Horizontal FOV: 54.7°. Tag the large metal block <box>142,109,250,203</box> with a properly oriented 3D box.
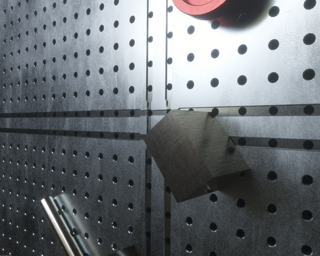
[{"bbox_3d":[0.040,0.028,0.340,0.050,0.081,0.080,-44,64,31],"label":"large metal block"}]

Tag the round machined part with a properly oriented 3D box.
[{"bbox_3d":[0.061,-0.170,0.348,0.098,0.042,0.097,0,90,40],"label":"round machined part"}]

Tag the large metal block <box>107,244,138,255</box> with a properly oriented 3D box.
[{"bbox_3d":[-0.064,0.227,0.446,0.080,0.050,0.080,-39,66,33],"label":"large metal block"}]

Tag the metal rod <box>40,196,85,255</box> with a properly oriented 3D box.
[{"bbox_3d":[-0.128,0.236,0.515,0.300,0.025,0.025,48,119,29],"label":"metal rod"}]
